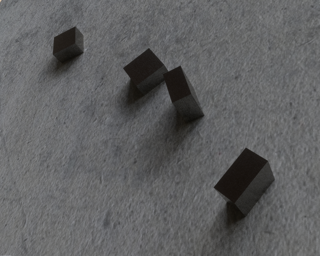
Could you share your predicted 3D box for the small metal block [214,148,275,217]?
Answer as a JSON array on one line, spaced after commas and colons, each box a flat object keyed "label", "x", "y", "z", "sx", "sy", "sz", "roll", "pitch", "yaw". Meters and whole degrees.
[{"label": "small metal block", "x": 0.086, "y": 0.055, "z": 0.309, "sx": 0.025, "sy": 0.050, "sz": 0.050, "roll": 35, "pitch": 81, "yaw": 38}]

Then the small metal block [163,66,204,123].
[{"label": "small metal block", "x": 0.030, "y": -0.042, "z": 0.397, "sx": 0.025, "sy": 0.050, "sz": 0.050, "roll": -25, "pitch": 53, "yaw": 13}]

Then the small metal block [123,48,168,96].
[{"label": "small metal block", "x": -0.020, "y": -0.085, "z": 0.465, "sx": 0.050, "sy": 0.025, "sz": 0.050, "roll": -37, "pitch": 51, "yaw": 3}]

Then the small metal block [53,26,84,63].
[{"label": "small metal block", "x": -0.174, "y": -0.159, "z": 0.590, "sx": 0.050, "sy": 0.025, "sz": 0.050, "roll": -21, "pitch": 54, "yaw": 15}]
